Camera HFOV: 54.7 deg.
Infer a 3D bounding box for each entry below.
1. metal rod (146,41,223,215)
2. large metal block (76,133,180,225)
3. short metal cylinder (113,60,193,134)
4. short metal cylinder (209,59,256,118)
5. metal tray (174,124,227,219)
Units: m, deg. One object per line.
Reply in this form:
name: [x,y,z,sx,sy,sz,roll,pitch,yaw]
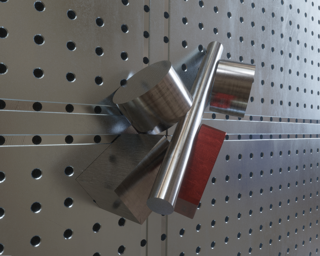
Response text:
metal rod: [0.043,-0.028,0.378,0.025,0.025,0.301,54,37,-26]
large metal block: [-0.033,0.052,0.347,0.080,0.080,0.050,-47,119,-30]
short metal cylinder: [-0.008,-0.036,0.368,0.080,0.080,0.050,-51,121,-28]
short metal cylinder: [0.107,-0.058,0.459,0.080,0.050,0.080,12,91,-78]
metal tray: [0.047,0.061,0.396,0.130,0.030,0.090,83,31,-67]
